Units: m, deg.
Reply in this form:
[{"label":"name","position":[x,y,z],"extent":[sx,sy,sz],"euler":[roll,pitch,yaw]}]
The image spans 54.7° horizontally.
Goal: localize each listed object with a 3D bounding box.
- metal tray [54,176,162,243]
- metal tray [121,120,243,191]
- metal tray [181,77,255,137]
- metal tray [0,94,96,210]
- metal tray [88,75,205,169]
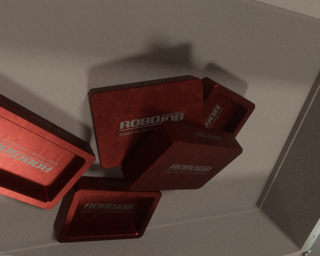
[{"label":"metal tray","position":[-0.072,0.116,0.439],"extent":[0.131,0.030,0.089],"euler":[10,113,-33]},{"label":"metal tray","position":[0.030,0.038,0.376],"extent":[0.131,0.030,0.090],"euler":[10,132,-45]},{"label":"metal tray","position":[0.067,0.002,0.445],"extent":[0.091,0.030,0.129],"euler":[20,108,-36]},{"label":"metal tray","position":[-0.150,0.032,0.343],"extent":[0.090,0.030,0.130],"euler":[-49,129,6]},{"label":"metal tray","position":[-0.013,-0.009,0.370],"extent":[0.131,0.030,0.089],"euler":[-10,109,-14]}]
